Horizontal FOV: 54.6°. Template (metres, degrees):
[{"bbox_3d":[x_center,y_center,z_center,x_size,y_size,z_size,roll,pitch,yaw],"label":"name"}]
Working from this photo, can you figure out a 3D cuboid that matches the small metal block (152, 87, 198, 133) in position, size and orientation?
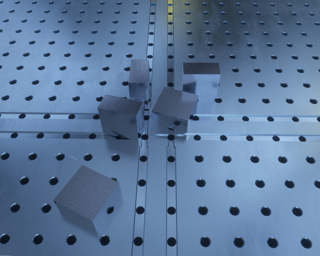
[{"bbox_3d":[0.021,-0.026,0.430,0.050,0.025,0.050,15,52,12],"label":"small metal block"}]

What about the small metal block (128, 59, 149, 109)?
[{"bbox_3d":[-0.029,-0.063,0.444,0.025,0.050,0.050,1,50,1],"label":"small metal block"}]

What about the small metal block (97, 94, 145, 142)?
[{"bbox_3d":[-0.049,-0.013,0.402,0.050,0.050,0.025,13,51,10],"label":"small metal block"}]

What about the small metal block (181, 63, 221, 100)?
[{"bbox_3d":[0.058,-0.067,0.448,0.050,0.050,0.025,0,50,0],"label":"small metal block"}]

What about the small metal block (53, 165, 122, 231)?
[{"bbox_3d":[-0.079,0.076,0.344,0.050,0.025,0.050,22,53,17],"label":"small metal block"}]
